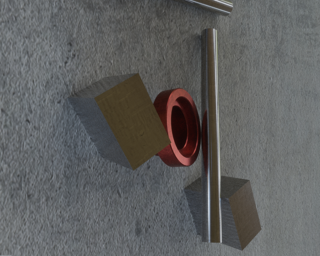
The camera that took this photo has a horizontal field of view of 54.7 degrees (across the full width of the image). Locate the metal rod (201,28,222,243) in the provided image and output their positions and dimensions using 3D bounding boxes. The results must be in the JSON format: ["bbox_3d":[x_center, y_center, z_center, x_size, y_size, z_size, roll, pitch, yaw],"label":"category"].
[{"bbox_3d":[0.069,-0.002,0.425,0.025,0.025,0.299,17,67,-39],"label":"metal rod"}]

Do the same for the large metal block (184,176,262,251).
[{"bbox_3d":[0.090,0.117,0.447,0.050,0.080,0.080,-28,108,-37],"label":"large metal block"}]

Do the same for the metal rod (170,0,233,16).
[{"bbox_3d":[-0.009,-0.185,0.398,0.302,0.025,0.025,-3,92,-40],"label":"metal rod"}]

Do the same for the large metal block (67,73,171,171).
[{"bbox_3d":[-0.045,-0.009,0.329,0.050,0.080,0.080,-35,112,-25],"label":"large metal block"}]

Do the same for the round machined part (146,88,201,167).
[{"bbox_3d":[0.013,0.001,0.393,0.098,0.042,0.098,20,66,-58],"label":"round machined part"}]
